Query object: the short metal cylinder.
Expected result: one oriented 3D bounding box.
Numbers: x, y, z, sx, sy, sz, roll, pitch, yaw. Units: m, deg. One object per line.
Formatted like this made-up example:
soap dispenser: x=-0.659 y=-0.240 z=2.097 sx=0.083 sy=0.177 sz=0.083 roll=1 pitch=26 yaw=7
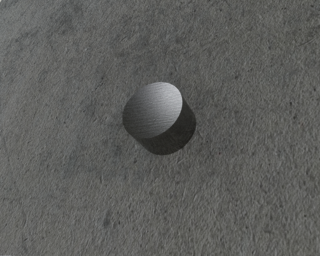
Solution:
short metal cylinder: x=0.000 y=-0.011 z=0.395 sx=0.080 sy=0.050 sz=0.080 roll=-13 pitch=56 yaw=20
